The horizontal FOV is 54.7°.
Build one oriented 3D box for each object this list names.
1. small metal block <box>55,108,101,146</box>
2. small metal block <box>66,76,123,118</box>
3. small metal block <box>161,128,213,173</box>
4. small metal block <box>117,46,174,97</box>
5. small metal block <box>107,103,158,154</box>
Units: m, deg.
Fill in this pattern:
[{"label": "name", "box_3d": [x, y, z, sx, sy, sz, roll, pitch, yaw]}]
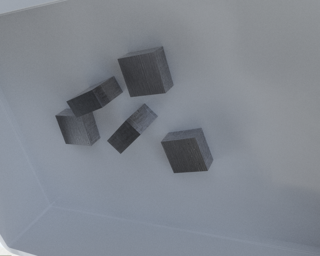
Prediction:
[{"label": "small metal block", "box_3d": [-0.125, -0.002, 0.474, 0.050, 0.025, 0.050, 3, 120, 27]}, {"label": "small metal block", "box_3d": [-0.086, -0.042, 0.412, 0.050, 0.050, 0.025, -16, 110, 34]}, {"label": "small metal block", "box_3d": [0.036, 0.031, 0.409, 0.050, 0.025, 0.050, -9, 114, 32]}, {"label": "small metal block", "box_3d": [-0.017, -0.067, 0.376, 0.050, 0.025, 0.050, -3, 117, 29]}, {"label": "small metal block", "box_3d": [-0.036, 0.001, 0.412, 0.025, 0.050, 0.050, 45, 129, -3]}]
